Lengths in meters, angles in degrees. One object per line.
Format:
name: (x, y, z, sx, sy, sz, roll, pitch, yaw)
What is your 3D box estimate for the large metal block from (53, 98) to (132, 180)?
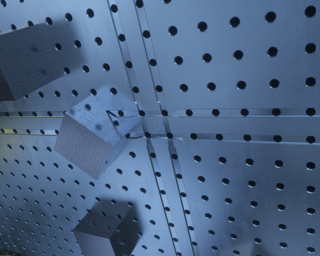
large metal block: (-0.101, 0.017, 0.456, 0.080, 0.050, 0.079, 35, 129, 5)

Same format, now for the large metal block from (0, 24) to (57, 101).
large metal block: (-0.200, -0.089, 0.423, 0.050, 0.080, 0.079, 1, 119, 27)

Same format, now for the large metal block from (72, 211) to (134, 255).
large metal block: (-0.104, 0.209, 0.576, 0.080, 0.050, 0.079, 2, 119, 27)
